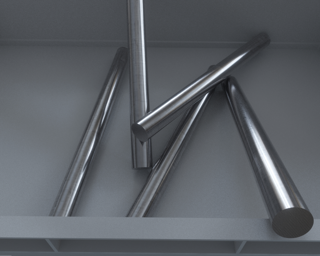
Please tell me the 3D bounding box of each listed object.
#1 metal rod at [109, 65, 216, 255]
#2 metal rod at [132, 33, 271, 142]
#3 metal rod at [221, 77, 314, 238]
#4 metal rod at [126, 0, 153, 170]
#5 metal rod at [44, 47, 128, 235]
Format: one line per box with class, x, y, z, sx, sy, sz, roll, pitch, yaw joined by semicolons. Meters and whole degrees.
metal rod;0.024;0.017;0.390;0.025;0.025;0.301;20;52;15
metal rod;0.075;-0.071;0.433;0.025;0.025;0.302;34;51;25
metal rod;0.093;-0.004;0.329;0.025;0.025;0.301;4;25;3
metal rod;-0.029;-0.096;0.405;0.025;0.025;0.299;-3;75;-3
metal rod;-0.082;-0.009;0.411;0.025;0.025;0.300;7;50;5
